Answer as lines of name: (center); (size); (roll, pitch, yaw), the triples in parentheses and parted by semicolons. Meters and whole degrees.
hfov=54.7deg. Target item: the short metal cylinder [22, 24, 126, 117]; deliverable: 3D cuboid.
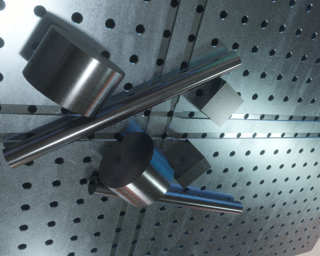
short metal cylinder: (-0.081, -0.054, 0.298); (0.080, 0.080, 0.050); (28, 103, -38)

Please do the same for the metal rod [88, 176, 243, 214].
metal rod: (0.028, 0.113, 0.496); (0.302, 0.025, 0.025); (18, 109, -35)

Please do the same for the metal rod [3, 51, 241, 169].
metal rod: (-0.033, -0.028, 0.375); (0.302, 0.025, 0.025); (-25, 128, -13)

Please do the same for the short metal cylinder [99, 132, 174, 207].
short metal cylinder: (-0.029, 0.052, 0.392); (0.080, 0.080, 0.050); (-41, 130, -1)

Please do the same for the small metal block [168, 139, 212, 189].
small metal block: (0.037, 0.051, 0.447); (0.050, 0.050, 0.025); (-38, 129, -3)

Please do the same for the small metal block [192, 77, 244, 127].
small metal block: (0.081, -0.037, 0.433); (0.050, 0.025, 0.050); (-49, 129, 6)
